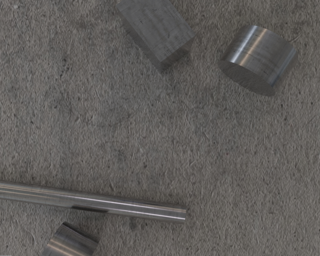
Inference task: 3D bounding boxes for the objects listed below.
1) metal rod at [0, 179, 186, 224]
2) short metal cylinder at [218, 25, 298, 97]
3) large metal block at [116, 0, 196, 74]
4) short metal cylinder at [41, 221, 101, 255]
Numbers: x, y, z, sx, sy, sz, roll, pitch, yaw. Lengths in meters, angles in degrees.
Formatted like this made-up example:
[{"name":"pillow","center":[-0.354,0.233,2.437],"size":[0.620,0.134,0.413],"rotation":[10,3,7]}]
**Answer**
[{"name":"metal rod","center":[-0.117,0.094,0.409],"size":[0.302,0.025,0.025],"rotation":[8,90,-1]},{"name":"short metal cylinder","center":[0.120,-0.082,0.384],"size":[0.080,0.080,0.050],"rotation":[32,90,0]},{"name":"large metal block","center":[-0.004,-0.120,0.382],"size":[0.050,0.080,0.080],"rotation":[-38,90,0]},{"name":"short metal cylinder","center":[-0.115,0.164,0.382],"size":[0.050,0.080,0.080],"rotation":[27,90,0]}]
